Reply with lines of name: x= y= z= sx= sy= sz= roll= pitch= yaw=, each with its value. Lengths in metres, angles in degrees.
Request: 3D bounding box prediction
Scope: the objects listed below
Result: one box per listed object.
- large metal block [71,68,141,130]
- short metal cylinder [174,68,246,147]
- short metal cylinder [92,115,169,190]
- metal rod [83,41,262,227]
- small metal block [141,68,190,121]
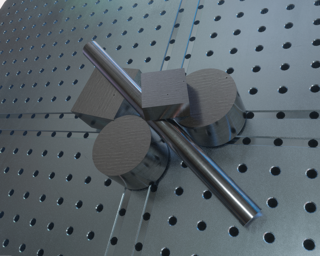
large metal block: x=-0.066 y=-0.040 z=0.444 sx=0.080 sy=0.050 sz=0.080 roll=12 pitch=68 yaw=33
short metal cylinder: x=0.058 y=-0.024 z=0.372 sx=0.080 sy=0.050 sz=0.080 roll=-13 pitch=56 yaw=21
short metal cylinder: x=-0.036 y=0.031 z=0.388 sx=0.080 sy=0.050 sz=0.080 roll=-13 pitch=56 yaw=21
metal rod: x=-0.002 y=-0.011 z=0.366 sx=0.025 sy=0.025 sz=0.300 roll=-43 pitch=65 yaw=-1
small metal block: x=0.006 y=-0.038 z=0.351 sx=0.050 sy=0.025 sz=0.050 roll=-7 pitch=57 yaw=4
